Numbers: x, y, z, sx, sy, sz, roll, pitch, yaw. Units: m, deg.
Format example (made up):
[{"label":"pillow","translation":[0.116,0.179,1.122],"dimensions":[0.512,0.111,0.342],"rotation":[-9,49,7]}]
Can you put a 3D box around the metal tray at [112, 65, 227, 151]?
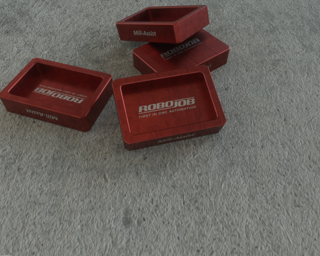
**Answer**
[{"label":"metal tray","translation":[0.010,-0.028,0.405],"dimensions":[0.131,0.030,0.090],"rotation":[-11,70,-9]}]

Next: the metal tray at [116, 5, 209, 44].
[{"label":"metal tray","translation":[0.003,-0.173,0.512],"dimensions":[0.130,0.030,0.090],"rotation":[16,43,37]}]

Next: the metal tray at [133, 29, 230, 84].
[{"label":"metal tray","translation":[0.034,-0.115,0.496],"dimensions":[0.131,0.030,0.090],"rotation":[-30,56,-23]}]

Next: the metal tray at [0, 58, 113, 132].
[{"label":"metal tray","translation":[-0.143,-0.051,0.440],"dimensions":[0.131,0.030,0.090],"rotation":[14,51,11]}]
